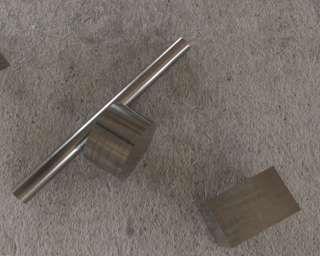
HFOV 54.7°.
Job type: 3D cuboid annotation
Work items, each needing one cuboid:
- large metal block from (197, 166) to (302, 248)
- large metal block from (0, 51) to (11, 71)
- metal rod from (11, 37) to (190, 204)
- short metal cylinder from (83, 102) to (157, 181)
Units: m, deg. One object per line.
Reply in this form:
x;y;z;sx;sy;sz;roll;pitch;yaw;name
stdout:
0.094;0.090;0.347;0.080;0.080;0.050;-25;72;-9;large metal block
-0.263;-0.121;0.421;0.050;0.080;0.080;-36;74;-12;large metal block
-0.069;-0.019;0.414;0.025;0.025;0.301;41;75;13;metal rod
-0.046;0.016;0.373;0.050;0.080;0.080;29;73;10;short metal cylinder
